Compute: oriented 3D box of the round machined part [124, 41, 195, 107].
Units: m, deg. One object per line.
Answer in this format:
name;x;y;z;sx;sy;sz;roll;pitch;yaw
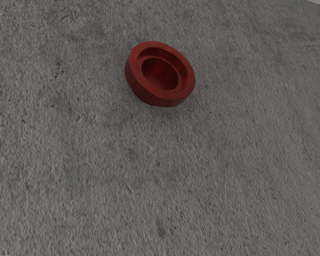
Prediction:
round machined part;-0.003;-0.070;0.433;0.099;0.042;0.098;13;56;-21
